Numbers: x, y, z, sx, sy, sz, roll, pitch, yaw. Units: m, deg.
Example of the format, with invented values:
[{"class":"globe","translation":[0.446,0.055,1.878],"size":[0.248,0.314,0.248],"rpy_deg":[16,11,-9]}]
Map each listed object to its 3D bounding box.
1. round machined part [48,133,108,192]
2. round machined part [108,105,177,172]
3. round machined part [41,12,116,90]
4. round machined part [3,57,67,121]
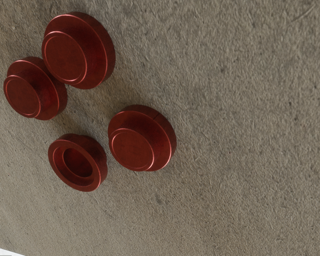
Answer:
[{"class":"round machined part","translation":[-0.125,0.050,0.493],"size":[0.098,0.042,0.097],"rpy_deg":[13,124,21]},{"class":"round machined part","translation":[-0.030,0.020,0.425],"size":[0.098,0.042,0.097],"rpy_deg":[13,124,21]},{"class":"round machined part","translation":[-0.110,-0.094,0.396],"size":[0.098,0.042,0.097],"rpy_deg":[13,124,21]},{"class":"round machined part","translation":[-0.192,-0.054,0.464],"size":[0.098,0.042,0.097],"rpy_deg":[13,124,21]}]
